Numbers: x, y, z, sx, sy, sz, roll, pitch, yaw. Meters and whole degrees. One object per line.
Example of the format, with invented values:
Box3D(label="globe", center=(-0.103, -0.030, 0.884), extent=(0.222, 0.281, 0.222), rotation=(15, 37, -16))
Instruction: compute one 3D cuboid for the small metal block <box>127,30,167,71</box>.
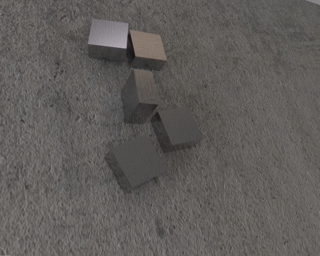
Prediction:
Box3D(label="small metal block", center=(-0.022, -0.115, 0.462), extent=(0.050, 0.025, 0.050), rotation=(1, 61, -28))

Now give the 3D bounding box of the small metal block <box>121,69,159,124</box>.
Box3D(label="small metal block", center=(-0.028, -0.039, 0.396), extent=(0.025, 0.050, 0.050), rotation=(4, 60, -27))

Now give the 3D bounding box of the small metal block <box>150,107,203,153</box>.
Box3D(label="small metal block", center=(0.022, 0.002, 0.414), extent=(0.050, 0.025, 0.050), rotation=(-10, 67, -32))

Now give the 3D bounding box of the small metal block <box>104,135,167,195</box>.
Box3D(label="small metal block", center=(-0.028, 0.042, 0.363), extent=(0.050, 0.025, 0.050), rotation=(-21, 73, -36))

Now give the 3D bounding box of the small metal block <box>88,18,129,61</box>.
Box3D(label="small metal block", center=(-0.071, -0.123, 0.432), extent=(0.050, 0.025, 0.050), rotation=(5, 58, -8))
